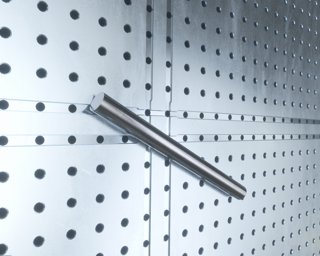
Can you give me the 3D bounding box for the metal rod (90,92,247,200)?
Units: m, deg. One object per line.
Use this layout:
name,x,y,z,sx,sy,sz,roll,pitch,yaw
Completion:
metal rod,0.032,0.039,0.434,0.301,0.025,0.025,34,69,-35
